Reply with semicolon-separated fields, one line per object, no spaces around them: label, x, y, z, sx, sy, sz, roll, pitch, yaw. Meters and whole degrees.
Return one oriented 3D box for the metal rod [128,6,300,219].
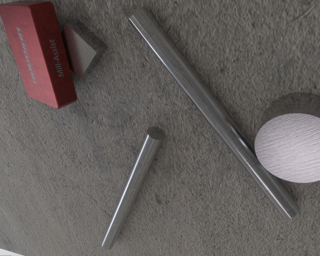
metal rod;0.069;-0.011;0.363;0.025;0.025;0.300;-33;101;38

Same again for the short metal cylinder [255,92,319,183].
short metal cylinder;0.144;0.009;0.321;0.080;0.050;0.079;13;124;21

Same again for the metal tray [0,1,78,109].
metal tray;-0.161;-0.097;0.411;0.090;0.030;0.129;20;128;39

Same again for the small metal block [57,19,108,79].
small metal block;-0.103;-0.101;0.399;0.050;0.025;0.050;44;129;-2

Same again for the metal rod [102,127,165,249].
metal rod;-0.053;0.114;0.505;0.025;0.025;0.298;30;128;8
